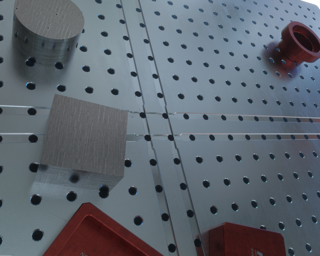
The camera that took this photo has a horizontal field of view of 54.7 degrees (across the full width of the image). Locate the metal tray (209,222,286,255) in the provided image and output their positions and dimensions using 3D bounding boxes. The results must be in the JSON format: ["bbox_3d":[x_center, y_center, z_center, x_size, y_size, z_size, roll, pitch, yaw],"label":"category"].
[{"bbox_3d":[0.103,0.181,0.350,0.091,0.030,0.130,17,55,-19],"label":"metal tray"}]

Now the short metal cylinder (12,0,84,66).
[{"bbox_3d":[-0.142,-0.126,0.393,0.081,0.050,0.080,14,56,-21],"label":"short metal cylinder"}]

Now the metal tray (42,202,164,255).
[{"bbox_3d":[-0.047,0.144,0.291,0.130,0.030,0.090,37,51,-4],"label":"metal tray"}]

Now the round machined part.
[{"bbox_3d":[0.300,-0.179,0.668,0.099,0.042,0.098,14,56,-21],"label":"round machined part"}]

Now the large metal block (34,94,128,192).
[{"bbox_3d":[-0.083,0.018,0.336,0.081,0.050,0.080,13,56,-21],"label":"large metal block"}]
